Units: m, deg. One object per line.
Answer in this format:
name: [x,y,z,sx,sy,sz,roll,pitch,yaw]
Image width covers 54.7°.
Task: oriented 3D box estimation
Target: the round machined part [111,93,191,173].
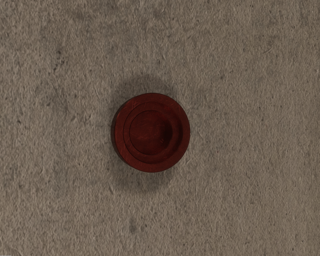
round machined part: [-0.014,0.006,0.396,0.099,0.042,0.097,0,90,-21]
